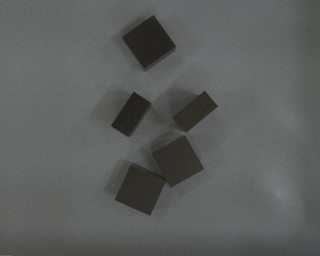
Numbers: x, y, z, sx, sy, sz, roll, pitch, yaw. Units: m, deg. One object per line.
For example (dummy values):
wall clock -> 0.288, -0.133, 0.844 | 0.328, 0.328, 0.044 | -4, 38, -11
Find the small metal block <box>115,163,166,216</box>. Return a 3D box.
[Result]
small metal block -> -0.025, 0.080, 0.411 | 0.050, 0.025, 0.050 | 24, 90, -1

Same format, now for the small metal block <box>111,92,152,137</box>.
small metal block -> -0.035, -0.017, 0.398 | 0.025, 0.050, 0.050 | 34, 90, -1

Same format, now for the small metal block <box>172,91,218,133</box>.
small metal block -> 0.043, -0.020, 0.400 | 0.050, 0.050, 0.025 | -40, 90, 0

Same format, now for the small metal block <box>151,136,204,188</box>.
small metal block -> 0.023, 0.044, 0.412 | 0.050, 0.025, 0.050 | -29, 90, -1

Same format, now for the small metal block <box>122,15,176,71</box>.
small metal block -> -0.014, -0.111, 0.411 | 0.050, 0.025, 0.050 | -35, 90, 0
